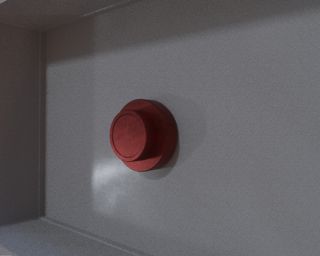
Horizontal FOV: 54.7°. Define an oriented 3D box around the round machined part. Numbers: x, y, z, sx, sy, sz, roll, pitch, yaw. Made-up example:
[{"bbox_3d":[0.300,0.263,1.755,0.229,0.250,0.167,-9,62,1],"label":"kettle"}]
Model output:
[{"bbox_3d":[-0.029,0.010,0.413,0.098,0.042,0.097,0,90,39],"label":"round machined part"}]
